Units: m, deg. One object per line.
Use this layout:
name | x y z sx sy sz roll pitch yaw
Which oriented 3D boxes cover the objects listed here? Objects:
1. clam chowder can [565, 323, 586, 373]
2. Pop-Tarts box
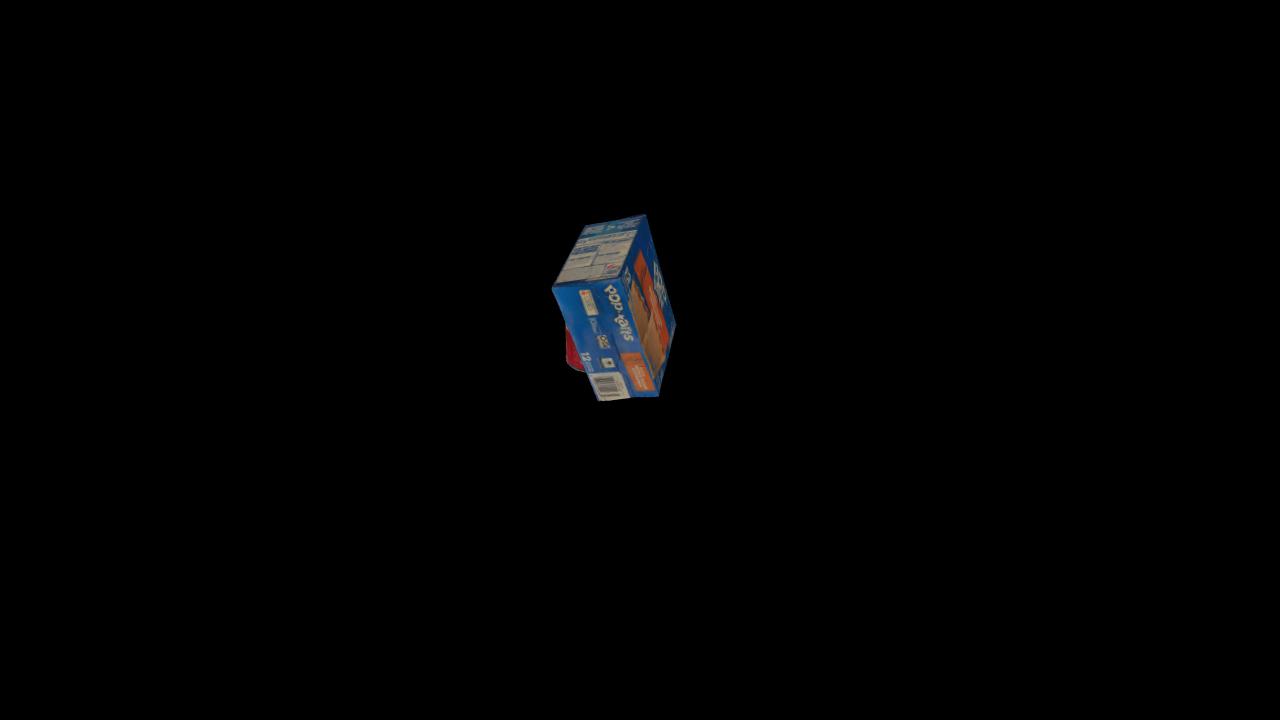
clam chowder can | -0.059 -0.044 0.755 0.068 0.102 0.068 2 32 -1
Pop-Tarts box | -0.022 -0.060 0.727 0.083 0.167 0.141 -4 38 18
